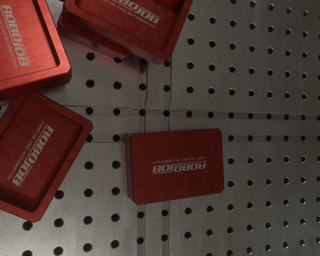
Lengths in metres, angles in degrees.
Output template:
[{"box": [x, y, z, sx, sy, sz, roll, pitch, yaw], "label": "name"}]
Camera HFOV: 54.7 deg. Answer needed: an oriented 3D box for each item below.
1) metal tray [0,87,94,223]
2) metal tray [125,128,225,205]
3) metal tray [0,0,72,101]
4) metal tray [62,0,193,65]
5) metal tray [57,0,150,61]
[{"box": [-0.148, 0.030, 0.355, 0.090, 0.030, 0.130, 31, 80, -18], "label": "metal tray"}, {"box": [0.022, 0.048, 0.419, 0.131, 0.030, 0.089, -3, 91, -20], "label": "metal tray"}, {"box": [-0.160, -0.101, 0.333, 0.091, 0.030, 0.129, -19, 82, -19], "label": "metal tray"}, {"box": [-0.035, -0.143, 0.364, 0.131, 0.030, 0.090, 23, 82, -19], "label": "metal tray"}, {"box": [-0.062, -0.162, 0.387, 0.091, 0.030, 0.129, 21, 83, -19], "label": "metal tray"}]
